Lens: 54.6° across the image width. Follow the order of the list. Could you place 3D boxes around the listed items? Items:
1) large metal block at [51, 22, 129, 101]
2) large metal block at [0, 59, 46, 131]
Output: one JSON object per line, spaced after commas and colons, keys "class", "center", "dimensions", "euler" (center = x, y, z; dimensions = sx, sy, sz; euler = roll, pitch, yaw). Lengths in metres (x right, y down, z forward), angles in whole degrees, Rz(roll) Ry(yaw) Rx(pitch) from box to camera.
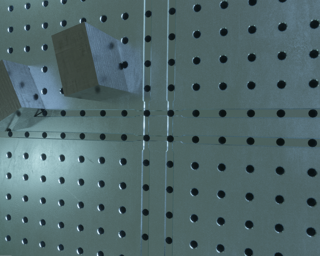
{"class": "large metal block", "center": [-0.091, -0.084, 0.416], "dimensions": [0.050, 0.080, 0.080], "euler": [-15, 85, 19]}
{"class": "large metal block", "center": [-0.240, -0.048, 0.485], "dimensions": [0.080, 0.050, 0.080], "euler": [-28, 81, 18]}
